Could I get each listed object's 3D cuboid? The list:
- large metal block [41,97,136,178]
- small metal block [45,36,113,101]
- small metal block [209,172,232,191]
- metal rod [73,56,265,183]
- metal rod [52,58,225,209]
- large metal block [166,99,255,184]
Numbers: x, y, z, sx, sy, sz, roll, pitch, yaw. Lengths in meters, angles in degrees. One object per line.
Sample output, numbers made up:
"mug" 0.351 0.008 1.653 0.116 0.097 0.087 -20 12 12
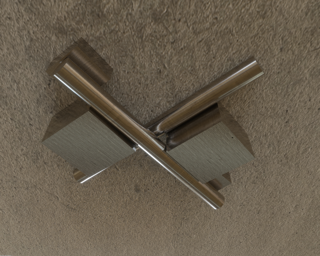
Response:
"large metal block" -0.086 0.007 0.395 0.080 0.050 0.080 -30 124 23
"small metal block" -0.090 -0.066 0.352 0.050 0.025 0.050 -30 124 23
"small metal block" 0.072 0.074 0.474 0.050 0.025 0.050 -36 122 26
"metal rod" -0.005 0.000 0.410 0.300 0.025 0.025 -32 124 24
"metal rod" -0.008 0.024 0.396 0.025 0.025 0.300 -32 124 24
"large metal block" 0.065 0.019 0.409 0.080 0.050 0.080 -32 124 24
